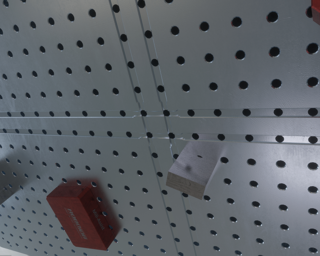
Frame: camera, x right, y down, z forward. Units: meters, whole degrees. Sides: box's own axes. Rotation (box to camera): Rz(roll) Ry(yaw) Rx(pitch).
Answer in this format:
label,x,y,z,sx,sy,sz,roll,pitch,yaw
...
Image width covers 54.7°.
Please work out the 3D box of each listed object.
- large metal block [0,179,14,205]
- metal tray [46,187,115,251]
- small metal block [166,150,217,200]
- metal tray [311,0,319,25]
label,x,y,z,sx,sy,sz,roll,pitch,yaw
large metal block,-0.389,0.143,0.688,0.080,0.050,0.080,-28,103,37
metal tray,-0.152,0.174,0.596,0.090,0.030,0.129,-7,115,31
small metal block,0.042,0.061,0.411,0.050,0.050,0.025,20,126,16
metal tray,0.175,-0.128,0.209,0.130,0.030,0.089,-1,87,28
